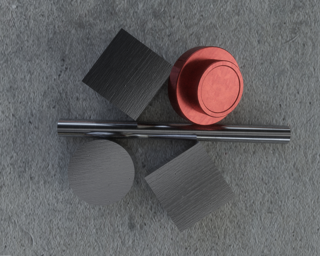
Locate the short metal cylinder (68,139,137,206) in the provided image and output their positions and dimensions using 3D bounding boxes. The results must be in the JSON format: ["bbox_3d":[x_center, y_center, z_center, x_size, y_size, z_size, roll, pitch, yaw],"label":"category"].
[{"bbox_3d":[-0.071,0.054,0.398,0.081,0.050,0.079,0,90,-1],"label":"short metal cylinder"}]

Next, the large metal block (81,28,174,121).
[{"bbox_3d":[-0.038,-0.065,0.396,0.080,0.050,0.080,37,90,-1],"label":"large metal block"}]

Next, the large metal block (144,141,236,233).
[{"bbox_3d":[0.037,0.072,0.399,0.080,0.050,0.080,-33,90,0],"label":"large metal block"}]

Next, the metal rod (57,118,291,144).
[{"bbox_3d":[0.019,0.004,0.412,0.302,0.025,0.025,2,90,-1],"label":"metal rod"}]

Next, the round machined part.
[{"bbox_3d":[0.062,-0.050,0.380,0.099,0.042,0.097,-8,108,-26],"label":"round machined part"}]
